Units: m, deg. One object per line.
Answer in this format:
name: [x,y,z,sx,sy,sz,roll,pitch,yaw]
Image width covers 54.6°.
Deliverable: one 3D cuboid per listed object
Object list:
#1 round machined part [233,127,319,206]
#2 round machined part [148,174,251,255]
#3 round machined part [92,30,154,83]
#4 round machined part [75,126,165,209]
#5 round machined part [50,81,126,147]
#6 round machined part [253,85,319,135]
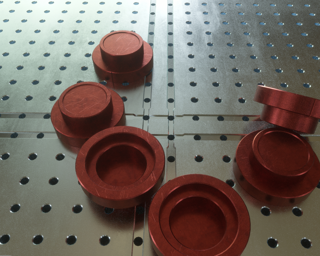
round machined part: [0.139,0.038,0.366,0.099,0.042,0.098,0,50,0]
round machined part: [0.038,0.099,0.314,0.099,0.042,0.098,0,50,0]
round machined part: [-0.060,-0.120,0.498,0.099,0.042,0.098,0,50,0]
round machined part: [-0.043,0.048,0.356,0.099,0.042,0.098,0,50,0]
round machined part: [-0.097,-0.025,0.418,0.099,0.042,0.098,0,50,0]
round machined part: [0.167,-0.022,0.395,0.098,0.042,0.098,14,11,-2]
